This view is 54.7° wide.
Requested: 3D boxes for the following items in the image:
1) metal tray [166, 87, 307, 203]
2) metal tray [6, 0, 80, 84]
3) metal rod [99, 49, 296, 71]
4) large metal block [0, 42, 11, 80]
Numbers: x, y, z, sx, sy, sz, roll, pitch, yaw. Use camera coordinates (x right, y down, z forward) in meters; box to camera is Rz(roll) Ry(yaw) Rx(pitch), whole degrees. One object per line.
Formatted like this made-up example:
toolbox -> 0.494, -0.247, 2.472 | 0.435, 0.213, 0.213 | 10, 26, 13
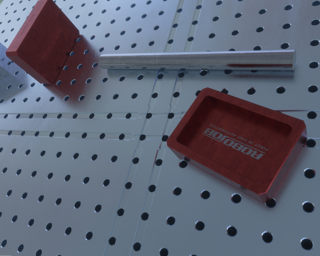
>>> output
metal tray -> 0.083, 0.013, 0.352 | 0.130, 0.030, 0.090 | 27, 76, 36
metal tray -> -0.210, -0.158, 0.570 | 0.030, 0.090, 0.130 | 5, 64, 30
metal rod -> 0.033, -0.097, 0.449 | 0.300, 0.025, 0.025 | 7, 65, 30
large metal block -> -0.374, -0.138, 0.669 | 0.080, 0.050, 0.080 | -29, 52, 10
